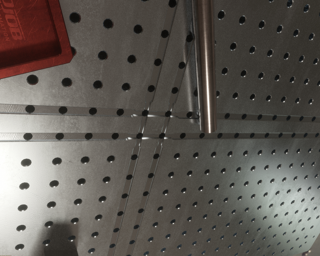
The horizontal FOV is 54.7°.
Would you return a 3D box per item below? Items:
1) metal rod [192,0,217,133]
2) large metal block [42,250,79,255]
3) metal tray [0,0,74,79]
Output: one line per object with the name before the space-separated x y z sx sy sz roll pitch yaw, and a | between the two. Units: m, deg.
metal rod | 0.052 -0.121 0.366 0.025 0.025 0.298 -21 127 -16
large metal block | -0.148 0.235 0.441 0.050 0.080 0.080 15 111 -35
metal tray | -0.136 -0.111 0.264 0.091 0.030 0.129 -19 126 -18
